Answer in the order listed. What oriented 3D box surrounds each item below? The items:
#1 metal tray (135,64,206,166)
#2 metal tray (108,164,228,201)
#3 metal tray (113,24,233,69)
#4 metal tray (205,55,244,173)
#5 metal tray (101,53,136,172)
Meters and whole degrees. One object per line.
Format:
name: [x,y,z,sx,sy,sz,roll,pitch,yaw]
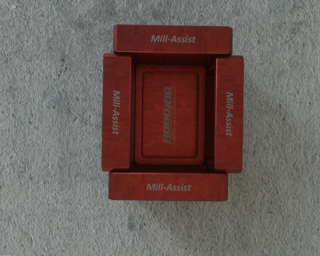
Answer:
metal tray: [0.013,-0.017,0.409,0.091,0.030,0.129,1,90,-1]
metal tray: [0.009,0.063,0.378,0.131,0.090,0.030,1,90,-1]
metal tray: [0.014,-0.096,0.378,0.131,0.090,0.030,1,90,-1]
metal tray: [0.075,-0.015,0.379,0.030,0.090,0.129,1,90,0]
metal tray: [-0.047,-0.017,0.377,0.030,0.090,0.129,1,90,0]
